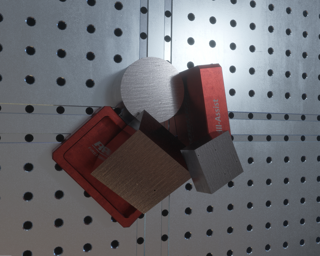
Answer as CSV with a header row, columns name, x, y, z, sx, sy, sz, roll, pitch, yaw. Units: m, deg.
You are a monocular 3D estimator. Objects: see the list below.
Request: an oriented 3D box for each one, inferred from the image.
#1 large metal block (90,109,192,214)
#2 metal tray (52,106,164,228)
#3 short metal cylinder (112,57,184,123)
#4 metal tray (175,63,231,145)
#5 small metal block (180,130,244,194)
name,x,y,z,sx,sy,sz,roll,pitch,yaw
large metal block,-0.019,0.040,0.360,0.080,0.050,0.080,41,112,-16
metal tray,-0.057,0.048,0.389,0.090,0.030,0.130,-45,104,-15
short metal cylinder,-0.016,-0.046,0.394,0.081,0.050,0.079,0,90,-21
metal tray,0.051,-0.010,0.398,0.030,0.090,0.129,-10,94,-20
small metal block,0.057,0.036,0.335,0.050,0.025,0.050,-27,100,-30
